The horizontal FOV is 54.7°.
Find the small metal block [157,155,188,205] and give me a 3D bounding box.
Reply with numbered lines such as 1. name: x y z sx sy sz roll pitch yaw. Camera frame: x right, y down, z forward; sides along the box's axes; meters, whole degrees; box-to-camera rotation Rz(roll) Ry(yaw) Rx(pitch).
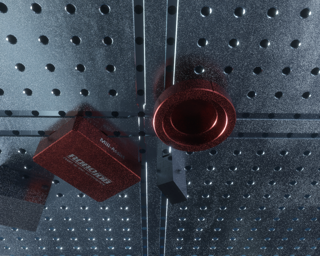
1. small metal block: 0.018 0.077 0.461 0.025 0.050 0.050 -21 127 17

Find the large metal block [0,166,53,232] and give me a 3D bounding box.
1. large metal block: -0.223 0.113 0.489 0.081 0.050 0.079 18 128 -15

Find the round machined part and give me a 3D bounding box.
1. round machined part: 0.041 -0.020 0.385 0.099 0.042 0.097 -1 130 0

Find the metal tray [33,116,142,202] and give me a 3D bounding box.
1. metal tray: -0.101 0.050 0.450 0.090 0.030 0.130 -32 124 24
